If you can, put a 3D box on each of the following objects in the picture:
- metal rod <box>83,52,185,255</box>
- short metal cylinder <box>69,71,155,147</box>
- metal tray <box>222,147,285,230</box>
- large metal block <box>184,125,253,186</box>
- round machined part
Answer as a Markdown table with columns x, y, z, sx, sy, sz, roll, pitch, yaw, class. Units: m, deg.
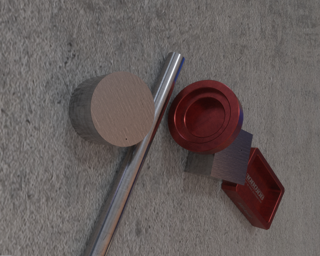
| x | y | z | sx | sy | sz | roll | pitch | yaw | class |
| --- | --- | --- | --- | --- | --- | --- | --- | --- | --- |
| -0.030 | 0.036 | 0.381 | 0.025 | 0.025 | 0.299 | 34 | 69 | -35 | metal rod |
| -0.053 | -0.020 | 0.346 | 0.081 | 0.050 | 0.079 | 0 | 90 | -40 | short metal cylinder |
| 0.168 | 0.106 | 0.545 | 0.130 | 0.030 | 0.090 | 50 | 61 | -29 | metal tray |
| 0.090 | 0.037 | 0.467 | 0.080 | 0.050 | 0.080 | 21 | 77 | -38 | large metal block |
| 0.063 | -0.012 | 0.417 | 0.042 | 0.098 | 0.098 | 30 | 70 | -57 | round machined part |
